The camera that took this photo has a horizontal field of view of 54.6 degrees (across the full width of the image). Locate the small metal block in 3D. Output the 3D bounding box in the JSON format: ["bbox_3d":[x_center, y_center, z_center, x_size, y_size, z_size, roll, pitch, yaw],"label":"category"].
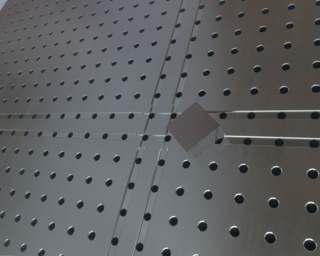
[{"bbox_3d":[0.043,0.003,0.384,0.050,0.025,0.050,-39,51,1],"label":"small metal block"}]
